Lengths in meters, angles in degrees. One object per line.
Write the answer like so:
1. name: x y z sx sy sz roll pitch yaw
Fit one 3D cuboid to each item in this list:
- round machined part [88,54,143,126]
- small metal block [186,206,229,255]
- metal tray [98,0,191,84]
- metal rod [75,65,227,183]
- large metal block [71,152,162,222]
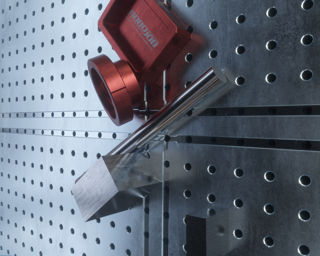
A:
1. round machined part: -0.058 -0.055 0.423 0.098 0.042 0.098 54 160 30
2. small metal block: 0.054 0.119 0.347 0.025 0.050 0.050 -1 90 40
3. metal tray: -0.027 -0.136 0.426 0.090 0.030 0.130 -48 62 29
4. metal rod: -0.031 0.016 0.432 0.299 0.025 0.025 -38 67 33
5. large metal block: -0.059 0.078 0.420 0.080 0.081 0.050 -45 64 30
